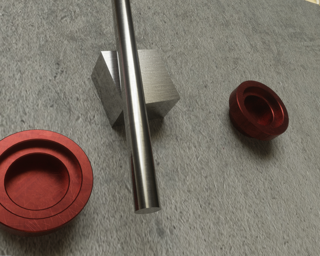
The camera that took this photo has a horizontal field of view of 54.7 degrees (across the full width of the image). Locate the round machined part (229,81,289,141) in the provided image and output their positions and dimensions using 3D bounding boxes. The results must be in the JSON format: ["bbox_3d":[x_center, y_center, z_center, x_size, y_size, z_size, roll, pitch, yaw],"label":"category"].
[{"bbox_3d":[0.149,-0.023,0.487,0.099,0.042,0.098,14,56,-21],"label":"round machined part"}]

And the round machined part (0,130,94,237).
[{"bbox_3d":[-0.118,0.054,0.297,0.099,0.042,0.098,14,56,-21],"label":"round machined part"}]

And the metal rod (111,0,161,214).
[{"bbox_3d":[-0.033,-0.055,0.355,0.025,0.025,0.299,5,60,-26],"label":"metal rod"}]

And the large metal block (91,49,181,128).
[{"bbox_3d":[-0.033,-0.054,0.403,0.081,0.050,0.080,-12,68,-33],"label":"large metal block"}]
